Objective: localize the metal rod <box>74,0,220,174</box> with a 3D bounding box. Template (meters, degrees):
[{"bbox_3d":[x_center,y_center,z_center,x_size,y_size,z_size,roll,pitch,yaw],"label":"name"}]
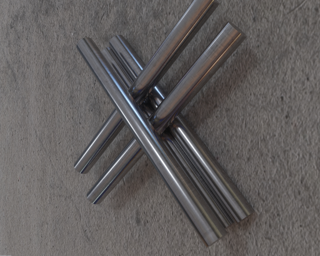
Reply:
[{"bbox_3d":[-0.032,-0.040,0.398,0.299,0.025,0.025,-49,61,28],"label":"metal rod"}]

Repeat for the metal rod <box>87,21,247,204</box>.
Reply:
[{"bbox_3d":[-0.009,0.001,0.379,0.299,0.025,0.025,-49,61,28],"label":"metal rod"}]

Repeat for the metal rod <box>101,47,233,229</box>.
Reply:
[{"bbox_3d":[-0.002,-0.001,0.406,0.025,0.025,0.299,-49,61,28],"label":"metal rod"}]

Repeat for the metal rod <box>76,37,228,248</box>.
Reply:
[{"bbox_3d":[-0.024,-0.003,0.359,0.025,0.025,0.299,-50,61,28],"label":"metal rod"}]

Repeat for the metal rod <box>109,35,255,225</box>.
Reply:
[{"bbox_3d":[0.014,-0.015,0.393,0.025,0.025,0.299,-49,61,28],"label":"metal rod"}]
